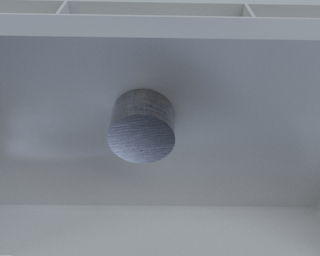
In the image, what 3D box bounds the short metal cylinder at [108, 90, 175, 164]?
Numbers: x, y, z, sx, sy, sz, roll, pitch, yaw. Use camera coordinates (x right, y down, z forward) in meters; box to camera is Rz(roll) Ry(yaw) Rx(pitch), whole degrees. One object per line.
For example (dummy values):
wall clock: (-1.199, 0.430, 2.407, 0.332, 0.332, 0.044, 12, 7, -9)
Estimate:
short metal cylinder: (-0.022, -0.001, 0.389, 0.080, 0.050, 0.080, 0, 130, 0)
